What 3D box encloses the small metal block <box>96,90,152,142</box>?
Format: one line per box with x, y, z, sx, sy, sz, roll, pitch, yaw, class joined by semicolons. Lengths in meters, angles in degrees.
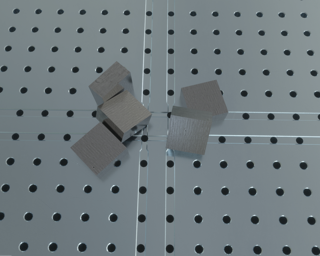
-0.048;-0.016;0.409;0.050;0.025;0.050;44;55;14;small metal block

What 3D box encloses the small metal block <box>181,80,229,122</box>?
0.059;-0.033;0.424;0.050;0.025;0.050;-14;71;-5;small metal block

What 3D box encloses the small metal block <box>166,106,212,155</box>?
0.037;0.003;0.395;0.050;0.050;0.025;10;32;3;small metal block

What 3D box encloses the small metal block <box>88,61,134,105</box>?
-0.064;-0.054;0.418;0.025;0.050;0.050;41;75;13;small metal block

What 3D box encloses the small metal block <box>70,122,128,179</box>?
-0.077;0.029;0.401;0.050;0.025;0.050;-43;76;-14;small metal block
